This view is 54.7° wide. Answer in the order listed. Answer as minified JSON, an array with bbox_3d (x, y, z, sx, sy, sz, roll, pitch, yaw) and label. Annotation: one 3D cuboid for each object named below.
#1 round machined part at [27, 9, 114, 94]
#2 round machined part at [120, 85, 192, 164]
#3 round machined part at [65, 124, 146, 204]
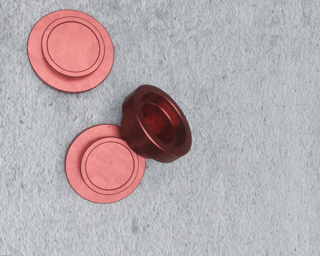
[{"bbox_3d":[-0.102,-0.090,0.362,0.099,0.042,0.097,0,90,-20],"label":"round machined part"},{"bbox_3d":[-0.009,-0.001,0.379,0.098,0.042,0.098,34,38,-31],"label":"round machined part"},{"bbox_3d":[-0.064,0.044,0.376,0.099,0.042,0.097,0,90,-20],"label":"round machined part"}]
